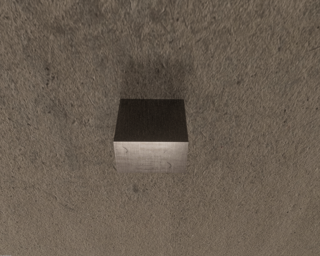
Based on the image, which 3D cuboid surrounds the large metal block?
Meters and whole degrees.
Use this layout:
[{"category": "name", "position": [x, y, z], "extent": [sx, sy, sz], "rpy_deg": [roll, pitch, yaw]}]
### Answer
[{"category": "large metal block", "position": [-0.010, 0.008, 0.378], "extent": [0.081, 0.080, 0.050], "rpy_deg": [0, 130, -1]}]
